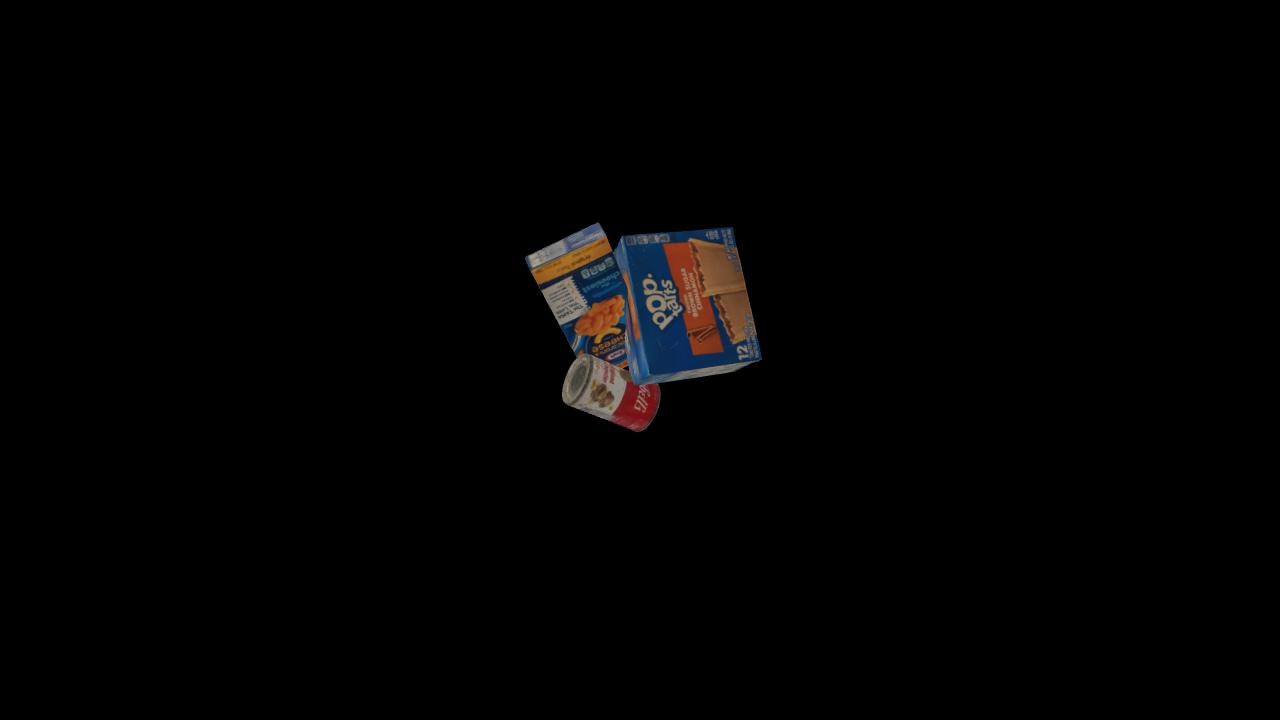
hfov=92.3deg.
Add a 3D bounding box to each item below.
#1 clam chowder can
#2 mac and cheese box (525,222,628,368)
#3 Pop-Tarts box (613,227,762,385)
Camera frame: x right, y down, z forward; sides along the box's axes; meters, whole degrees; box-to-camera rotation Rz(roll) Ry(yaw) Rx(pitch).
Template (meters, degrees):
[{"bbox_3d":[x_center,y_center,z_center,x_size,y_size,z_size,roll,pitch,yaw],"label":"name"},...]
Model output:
[{"bbox_3d":[-0.035,0.040,0.747,0.102,0.068,0.068,23,-11,-26],"label":"clam chowder can"},{"bbox_3d":[-0.054,-0.061,0.725,0.093,0.184,0.041,-26,42,-2],"label":"mac and cheese box"},{"bbox_3d":[0.051,-0.064,0.737,0.141,0.167,0.083,-7,-11,-15],"label":"Pop-Tarts box"}]
